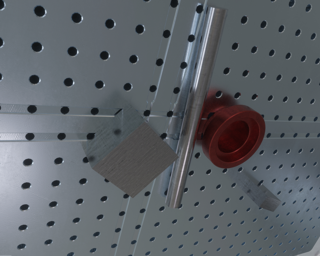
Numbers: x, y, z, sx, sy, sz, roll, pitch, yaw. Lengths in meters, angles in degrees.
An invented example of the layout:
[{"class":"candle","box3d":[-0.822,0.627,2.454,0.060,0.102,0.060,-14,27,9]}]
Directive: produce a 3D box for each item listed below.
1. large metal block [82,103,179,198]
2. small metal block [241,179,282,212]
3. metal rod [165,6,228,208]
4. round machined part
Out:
[{"class":"large metal block","box3d":[-0.037,0.030,0.394,0.080,0.050,0.080,-42,130,0]},{"class":"small metal block","box3d":[0.189,0.126,0.577,0.050,0.050,0.025,25,104,-37]},{"class":"metal rod","box3d":[0.044,-0.010,0.429,0.025,0.025,0.298,-5,121,-26]},{"class":"round machined part","box3d":[0.104,0.009,0.463,0.099,0.042,0.097,-14,124,-21]}]
